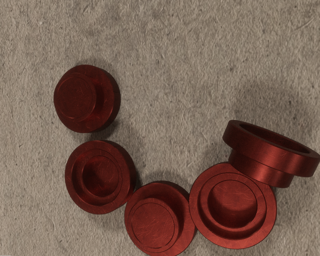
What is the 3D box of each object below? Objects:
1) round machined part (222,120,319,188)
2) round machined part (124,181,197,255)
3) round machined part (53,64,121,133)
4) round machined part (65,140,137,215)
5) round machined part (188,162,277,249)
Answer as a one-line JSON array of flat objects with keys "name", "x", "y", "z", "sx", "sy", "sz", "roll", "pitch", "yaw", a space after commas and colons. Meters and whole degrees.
[{"name": "round machined part", "x": 0.113, "y": 0.029, "z": 0.331, "sx": 0.098, "sy": 0.098, "sz": 0.042, "roll": 24, "pitch": 104, "yaw": 18}, {"name": "round machined part", "x": -0.002, "y": 0.120, "z": 0.400, "sx": 0.098, "sy": 0.042, "sz": 0.097, "roll": 0, "pitch": 90, "yaw": 19}, {"name": "round machined part", "x": -0.109, "y": -0.041, "z": 0.437, "sx": 0.098, "sy": 0.042, "sz": 0.097, "roll": 0, "pitch": 90, "yaw": 19}, {"name": "round machined part", "x": -0.077, "y": 0.065, "z": 0.426, "sx": 0.098, "sy": 0.042, "sz": 0.097, "roll": 0, "pitch": 90, "yaw": 19}, {"name": "round machined part", "x": 0.087, "y": 0.088, "z": 0.369, "sx": 0.098, "sy": 0.042, "sz": 0.097, "roll": 0, "pitch": 90, "yaw": 19}]
